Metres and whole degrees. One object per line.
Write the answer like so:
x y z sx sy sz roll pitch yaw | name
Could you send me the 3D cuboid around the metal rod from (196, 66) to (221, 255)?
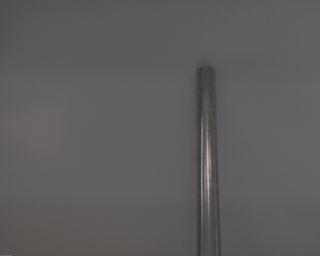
0.054 0.060 0.350 0.025 0.025 0.299 3 65 0 | metal rod
